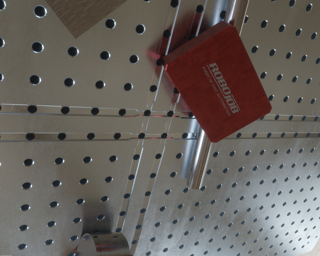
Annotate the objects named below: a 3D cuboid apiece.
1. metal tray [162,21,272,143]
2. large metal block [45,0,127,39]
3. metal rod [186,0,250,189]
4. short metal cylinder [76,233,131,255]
[{"bbox_3d":[0.073,-0.053,0.387,0.090,0.030,0.130,-31,119,8],"label":"metal tray"},{"bbox_3d":[-0.072,-0.140,0.269,0.080,0.050,0.080,-38,129,-2],"label":"large metal block"},{"bbox_3d":[0.076,-0.040,0.427,0.025,0.025,0.298,-5,121,-26],"label":"metal rod"},{"bbox_3d":[-0.084,0.194,0.450,0.050,0.080,0.079,10,113,-33],"label":"short metal cylinder"}]
